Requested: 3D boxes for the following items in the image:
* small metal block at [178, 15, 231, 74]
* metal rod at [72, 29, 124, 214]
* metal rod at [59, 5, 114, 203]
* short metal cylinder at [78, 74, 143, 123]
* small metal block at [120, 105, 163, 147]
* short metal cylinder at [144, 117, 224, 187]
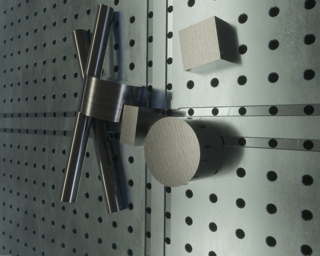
[{"bbox_3d":[0.052,-0.097,0.366,0.050,0.025,0.050,-11,83,39],"label":"small metal block"},{"bbox_3d":[-0.101,-0.017,0.492,0.025,0.025,0.299,-22,76,38],"label":"metal rod"},{"bbox_3d":[-0.111,-0.038,0.470,0.025,0.025,0.298,8,86,40],"label":"metal rod"},{"bbox_3d":[-0.069,-0.042,0.430,0.080,0.081,0.050,21,104,38],"label":"short metal cylinder"},{"bbox_3d":[-0.024,-0.004,0.412,0.025,0.050,0.050,12,98,36],"label":"small metal block"},{"bbox_3d":[0.028,0.027,0.370,0.080,0.050,0.079,0,90,40],"label":"short metal cylinder"}]
